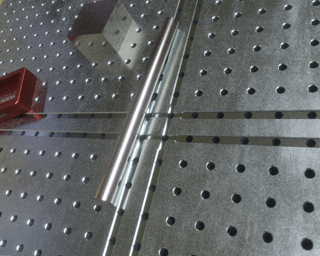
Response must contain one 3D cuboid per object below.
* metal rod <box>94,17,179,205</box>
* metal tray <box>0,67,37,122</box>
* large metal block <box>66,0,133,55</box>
[{"bbox_3d":[-0.026,-0.039,0.444,0.025,0.025,0.300,5,64,30],"label":"metal rod"},{"bbox_3d":[-0.305,-0.056,0.595,0.130,0.030,0.090,-17,55,18],"label":"metal tray"},{"bbox_3d":[-0.107,-0.180,0.557,0.080,0.050,0.080,5,64,30],"label":"large metal block"}]
